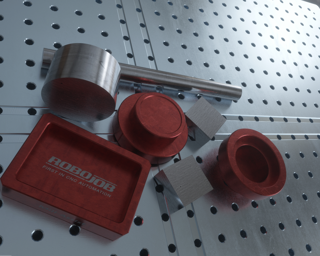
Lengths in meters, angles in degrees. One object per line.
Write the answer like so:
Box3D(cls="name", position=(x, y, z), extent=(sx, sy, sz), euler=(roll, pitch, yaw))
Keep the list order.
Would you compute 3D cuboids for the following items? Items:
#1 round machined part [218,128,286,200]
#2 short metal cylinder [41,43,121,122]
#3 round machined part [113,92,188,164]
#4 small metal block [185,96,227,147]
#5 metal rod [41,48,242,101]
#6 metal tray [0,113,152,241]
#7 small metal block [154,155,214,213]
Box3D(cls="round machined part", position=(0.122, 0.053, 0.430), extent=(0.099, 0.042, 0.098), euler=(14, 56, -21))
Box3D(cls="short metal cylinder", position=(-0.088, -0.050, 0.355), extent=(0.081, 0.080, 0.050), euler=(16, 55, -19))
Box3D(cls="round machined part", position=(-0.007, -0.007, 0.397), extent=(0.099, 0.042, 0.098), euler=(14, 53, -20))
Box3D(cls="small metal block", position=(0.060, -0.010, 0.447), extent=(0.050, 0.025, 0.050), euler=(44, 51, 2))
Box3D(cls="metal rod", position=(-0.009, -0.072, 0.446), extent=(0.302, 0.025, 0.025), euler=(6, 59, -25))
Box3D(cls="metal tray", position=(-0.083, 0.051, 0.328), extent=(0.131, 0.030, 0.090), euler=(27, 53, -11))
Box3D(cls="small metal block", position=(0.029, 0.068, 0.382), extent=(0.050, 0.025, 0.050), euler=(-21, 73, -36))
